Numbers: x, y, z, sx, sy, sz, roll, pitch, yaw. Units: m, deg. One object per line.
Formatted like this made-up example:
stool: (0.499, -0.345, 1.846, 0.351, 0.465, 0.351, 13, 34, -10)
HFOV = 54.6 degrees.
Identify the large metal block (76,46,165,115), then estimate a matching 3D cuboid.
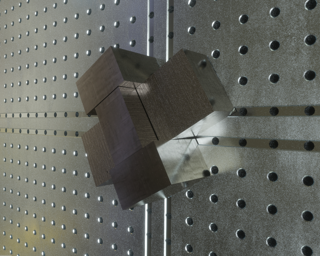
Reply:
large metal block: (-0.051, -0.058, 0.416, 0.080, 0.081, 0.050, -35, 68, 35)

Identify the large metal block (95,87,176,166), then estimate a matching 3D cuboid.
large metal block: (-0.025, -0.002, 0.395, 0.050, 0.081, 0.080, -35, 68, 34)

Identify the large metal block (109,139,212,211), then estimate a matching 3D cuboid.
large metal block: (0.001, 0.054, 0.374, 0.080, 0.081, 0.050, -35, 68, 34)

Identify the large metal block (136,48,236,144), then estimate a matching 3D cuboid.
large metal block: (0.029, -0.034, 0.369, 0.080, 0.050, 0.080, -35, 70, 34)

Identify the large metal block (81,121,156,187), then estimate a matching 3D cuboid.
large metal block: (-0.060, 0.030, 0.445, 0.080, 0.050, 0.080, -33, 69, 35)
